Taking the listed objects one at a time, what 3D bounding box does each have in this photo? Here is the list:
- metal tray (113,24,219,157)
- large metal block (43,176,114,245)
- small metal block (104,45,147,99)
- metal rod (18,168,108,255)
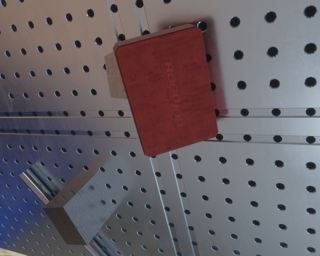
[{"bbox_3d":[0.009,-0.040,0.346,0.091,0.030,0.129,-17,115,-6],"label":"metal tray"},{"bbox_3d":[-0.138,0.141,0.533,0.050,0.080,0.080,-12,113,33],"label":"large metal block"},{"bbox_3d":[-0.039,-0.068,0.372,0.025,0.050,0.050,9,122,23],"label":"small metal block"},{"bbox_3d":[-0.173,0.201,0.623,0.025,0.025,0.300,-31,101,38],"label":"metal rod"}]
